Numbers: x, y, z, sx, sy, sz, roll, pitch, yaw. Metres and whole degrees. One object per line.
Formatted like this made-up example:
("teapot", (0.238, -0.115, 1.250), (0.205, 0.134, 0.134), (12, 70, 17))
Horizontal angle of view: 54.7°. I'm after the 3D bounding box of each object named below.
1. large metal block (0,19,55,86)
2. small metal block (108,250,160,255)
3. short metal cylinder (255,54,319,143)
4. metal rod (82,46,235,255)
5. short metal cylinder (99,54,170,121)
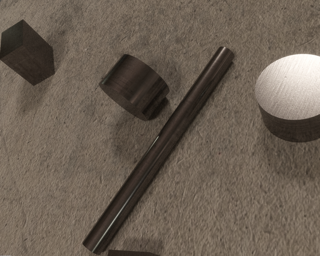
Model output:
("large metal block", (-0.247, -0.140, 0.581), (0.050, 0.080, 0.080), (-27, 53, 11))
("small metal block", (-0.030, 0.157, 0.323), (0.050, 0.025, 0.050), (-7, 59, 24))
("short metal cylinder", (0.147, -0.031, 0.330), (0.080, 0.050, 0.080), (-13, 56, 20))
("metal rod", (0.005, 0.019, 0.388), (0.025, 0.025, 0.300), (26, 76, 36))
("short metal cylinder", (-0.035, -0.053, 0.418), (0.080, 0.080, 0.050), (29, 78, 37))
